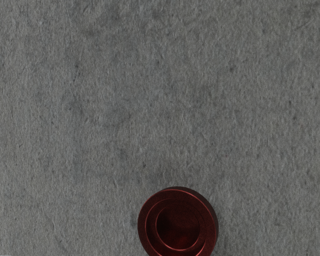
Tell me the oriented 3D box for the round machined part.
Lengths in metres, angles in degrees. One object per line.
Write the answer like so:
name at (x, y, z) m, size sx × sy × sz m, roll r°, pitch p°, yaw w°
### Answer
round machined part at (0.025, 0.122, 0.390) m, size 0.098 × 0.042 × 0.097 m, roll 0°, pitch 90°, yaw 19°
